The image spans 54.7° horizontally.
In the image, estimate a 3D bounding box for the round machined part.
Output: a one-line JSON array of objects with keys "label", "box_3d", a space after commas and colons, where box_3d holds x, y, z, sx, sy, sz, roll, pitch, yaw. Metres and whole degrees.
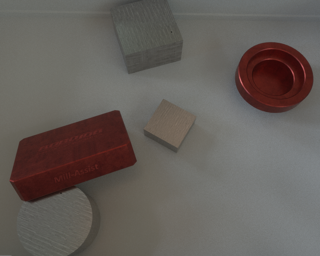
[{"label": "round machined part", "box_3d": [0.152, -0.065, 0.426, 0.099, 0.042, 0.098, 0, 70, -1]}]

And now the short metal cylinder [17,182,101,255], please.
[{"label": "short metal cylinder", "box_3d": [-0.113, 0.107, 0.356, 0.081, 0.050, 0.080, 0, 70, 0]}]

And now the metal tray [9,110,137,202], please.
[{"label": "metal tray", "box_3d": [-0.101, 0.028, 0.368, 0.131, 0.030, 0.090, -18, 31, -7]}]

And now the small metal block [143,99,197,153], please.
[{"label": "small metal block", "box_3d": [0.013, -0.003, 0.411, 0.050, 0.025, 0.050, 29, 72, 9]}]

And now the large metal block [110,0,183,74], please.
[{"label": "large metal block", "box_3d": [-0.019, -0.134, 0.445, 0.081, 0.050, 0.080, -17, 71, -6]}]
